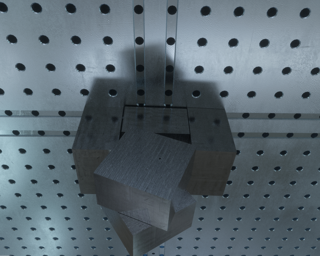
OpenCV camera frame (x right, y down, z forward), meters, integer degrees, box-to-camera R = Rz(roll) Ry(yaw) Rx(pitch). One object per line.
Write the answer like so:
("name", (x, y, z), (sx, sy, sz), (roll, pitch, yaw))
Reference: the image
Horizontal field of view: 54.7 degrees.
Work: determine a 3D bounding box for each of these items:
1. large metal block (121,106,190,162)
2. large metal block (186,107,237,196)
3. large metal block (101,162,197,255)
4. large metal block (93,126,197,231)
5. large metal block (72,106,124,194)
("large metal block", (-0.007, 0.020, 0.409), (0.081, 0.050, 0.079), (2, 130, -2))
("large metal block", (0.058, 0.030, 0.402), (0.050, 0.080, 0.079), (3, 130, -3))
("large metal block", (-0.016, 0.091, 0.365), (0.081, 0.080, 0.050), (-21, 136, -27))
("large metal block", (-0.014, 0.051, 0.335), (0.080, 0.080, 0.050), (17, 131, 15))
("large metal block", (-0.074, 0.028, 0.399), (0.050, 0.080, 0.079), (1, 130, -2))
